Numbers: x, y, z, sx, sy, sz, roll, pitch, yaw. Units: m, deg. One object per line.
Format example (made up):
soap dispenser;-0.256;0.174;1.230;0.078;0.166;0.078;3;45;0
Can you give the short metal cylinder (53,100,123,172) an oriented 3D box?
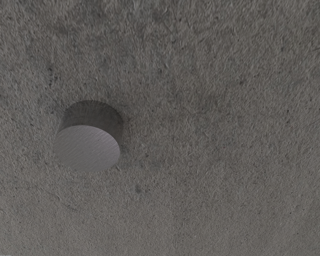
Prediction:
short metal cylinder;-0.090;0.011;0.399;0.080;0.050;0.080;0;130;0
